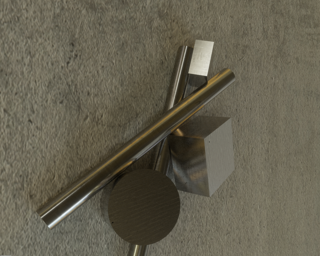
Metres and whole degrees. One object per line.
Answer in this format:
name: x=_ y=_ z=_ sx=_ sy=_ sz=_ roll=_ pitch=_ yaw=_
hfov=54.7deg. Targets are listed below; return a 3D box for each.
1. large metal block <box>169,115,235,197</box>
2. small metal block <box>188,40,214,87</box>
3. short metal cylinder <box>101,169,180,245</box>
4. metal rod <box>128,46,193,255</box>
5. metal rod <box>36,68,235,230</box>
large metal block: x=0.060 y=0.034 z=0.420 sx=0.081 sy=0.050 sz=0.079 roll=-31 pitch=119 yaw=-49
small metal block: x=0.059 y=-0.089 z=0.439 sx=0.050 sy=0.025 sz=0.050 roll=56 pitch=46 yaw=-74
short metal cylinder: x=-0.024 y=0.086 z=0.354 sx=0.081 sy=0.050 sz=0.080 roll=2 pitch=83 yaw=-19
metal rod: x=0.003 y=0.033 z=0.408 sx=0.025 sy=0.025 sz=0.299 roll=22 pitch=76 yaw=-38
metal rod: x=-0.010 y=0.009 z=0.375 sx=0.302 sy=0.025 sz=0.025 roll=-38 pitch=114 yaw=-26
